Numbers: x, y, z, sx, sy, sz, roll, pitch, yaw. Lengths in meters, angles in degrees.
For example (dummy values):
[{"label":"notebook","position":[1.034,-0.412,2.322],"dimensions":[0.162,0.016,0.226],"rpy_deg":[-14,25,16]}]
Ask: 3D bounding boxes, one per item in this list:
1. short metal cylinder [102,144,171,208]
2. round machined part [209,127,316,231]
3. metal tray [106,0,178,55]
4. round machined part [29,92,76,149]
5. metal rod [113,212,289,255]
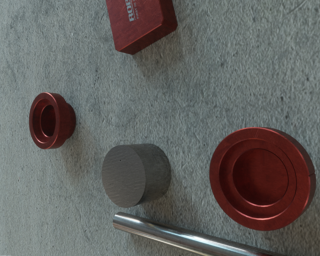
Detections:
[{"label":"short metal cylinder","position":[-0.032,0.061,0.413],"dimensions":[0.080,0.050,0.079],"rpy_deg":[0,90,39]},{"label":"round machined part","position":[0.103,0.048,0.308],"dimensions":[0.098,0.042,0.097],"rpy_deg":[0,90,39]},{"label":"metal tray","position":[-0.032,-0.179,0.426],"dimensions":[0.090,0.030,0.129],"rpy_deg":[-20,78,38]},{"label":"round machined part","position":[-0.185,-0.012,0.543],"dimensions":[0.098,0.042,0.097],"rpy_deg":[0,90,39]},{"label":"metal rod","position":[0.057,0.136,0.356],"dimensions":[0.300,0.025,0.025],"rpy_deg":[1,91,39]}]
